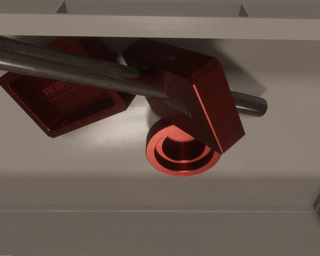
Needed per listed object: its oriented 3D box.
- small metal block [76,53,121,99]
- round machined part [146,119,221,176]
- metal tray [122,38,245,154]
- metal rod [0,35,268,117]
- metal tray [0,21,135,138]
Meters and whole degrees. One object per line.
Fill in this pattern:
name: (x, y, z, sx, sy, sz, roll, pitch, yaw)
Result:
small metal block: (-0.072, -0.058, 0.359, 0.050, 0.025, 0.050, -2, 130, 1)
round machined part: (0.031, 0.017, 0.413, 0.099, 0.042, 0.097, -1, 130, 0)
metal tray: (0.019, -0.037, 0.312, 0.030, 0.130, 0.090, -39, 127, -13)
metal rod: (0.000, -0.041, 0.308, 0.302, 0.025, 0.025, 7, 133, -33)
metal tray: (-0.101, -0.044, 0.334, 0.130, 0.030, 0.090, -18, 120, 34)
